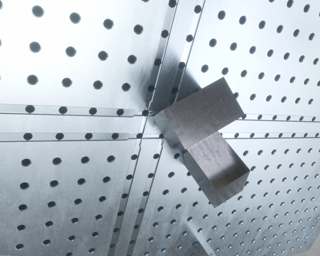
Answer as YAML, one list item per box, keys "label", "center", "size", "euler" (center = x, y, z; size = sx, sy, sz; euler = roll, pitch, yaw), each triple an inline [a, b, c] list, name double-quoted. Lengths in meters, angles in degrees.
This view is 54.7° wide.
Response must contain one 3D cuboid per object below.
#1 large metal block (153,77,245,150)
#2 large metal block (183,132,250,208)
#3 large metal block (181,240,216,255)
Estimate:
- label: "large metal block"
  center: [0.044, -0.015, 0.383]
  size: [0.080, 0.080, 0.050]
  euler: [-29, 91, -10]
- label: "large metal block"
  center: [0.076, 0.056, 0.439]
  size: [0.050, 0.080, 0.080]
  euler: [-30, 151, -10]
- label: "large metal block"
  center: [0.094, 0.280, 0.603]
  size: [0.050, 0.080, 0.080]
  euler: [-41, 130, 0]
